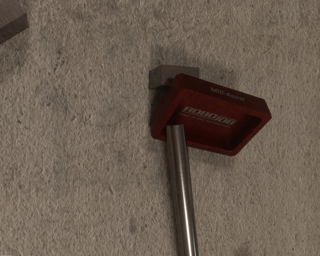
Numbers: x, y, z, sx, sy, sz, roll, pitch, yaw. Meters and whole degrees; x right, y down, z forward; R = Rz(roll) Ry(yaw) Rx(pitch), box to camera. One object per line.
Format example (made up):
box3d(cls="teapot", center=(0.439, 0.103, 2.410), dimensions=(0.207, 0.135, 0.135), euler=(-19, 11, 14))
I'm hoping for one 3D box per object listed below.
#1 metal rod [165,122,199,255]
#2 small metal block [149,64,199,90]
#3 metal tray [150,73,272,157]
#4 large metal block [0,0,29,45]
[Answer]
box3d(cls="metal rod", center=(0.036, 0.141, 0.408), dimensions=(0.025, 0.025, 0.298), euler=(-10, 100, -20))
box3d(cls="small metal block", center=(0.017, -0.064, 0.403), dimensions=(0.050, 0.050, 0.025), euler=(1, 90, -20))
box3d(cls="metal tray", center=(0.063, -0.012, 0.400), dimensions=(0.131, 0.089, 0.030), euler=(14, 44, -20))
box3d(cls="large metal block", center=(-0.199, -0.125, 0.322), dimensions=(0.080, 0.050, 0.080), euler=(-40, 103, -16))
